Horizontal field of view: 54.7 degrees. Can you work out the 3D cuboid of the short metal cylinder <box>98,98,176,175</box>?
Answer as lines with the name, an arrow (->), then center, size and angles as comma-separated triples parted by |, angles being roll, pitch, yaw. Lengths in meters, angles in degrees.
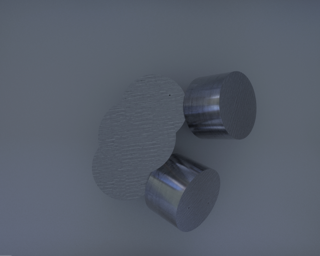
short metal cylinder -> -0.024, 0.008, 0.346 | 0.081, 0.050, 0.079 | 0, 90, -1

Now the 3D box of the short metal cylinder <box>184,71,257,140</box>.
short metal cylinder -> 0.075, -0.026, 0.378 | 0.081, 0.050, 0.079 | 2, 88, -44

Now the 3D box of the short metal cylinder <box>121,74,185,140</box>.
short metal cylinder -> -0.007, -0.025, 0.397 | 0.081, 0.050, 0.079 | 0, 90, -1

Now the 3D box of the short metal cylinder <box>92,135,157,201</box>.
short metal cylinder -> -0.042, 0.047, 0.397 | 0.081, 0.050, 0.079 | 0, 90, -1

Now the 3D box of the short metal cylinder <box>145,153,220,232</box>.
short metal cylinder -> 0.028, 0.077, 0.376 | 0.050, 0.080, 0.080 | 24, 90, 40
